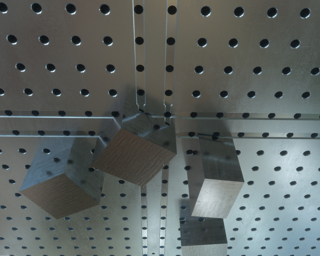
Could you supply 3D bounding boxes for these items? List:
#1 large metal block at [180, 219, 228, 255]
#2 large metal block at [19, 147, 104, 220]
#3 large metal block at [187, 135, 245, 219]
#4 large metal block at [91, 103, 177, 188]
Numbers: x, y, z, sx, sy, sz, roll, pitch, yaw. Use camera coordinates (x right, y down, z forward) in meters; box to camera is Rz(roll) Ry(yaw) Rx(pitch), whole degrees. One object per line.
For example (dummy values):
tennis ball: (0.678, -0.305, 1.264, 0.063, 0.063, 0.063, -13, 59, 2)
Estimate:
large metal block: (0.081, 0.217, 0.581, 0.080, 0.050, 0.080, -5, 130, 3)
large metal block: (-0.144, 0.085, 0.466, 0.080, 0.050, 0.080, -23, 127, 18)
large metal block: (0.074, 0.068, 0.435, 0.050, 0.080, 0.079, 6, 130, -6)
large metal block: (-0.034, 0.025, 0.417, 0.080, 0.050, 0.080, 27, 125, -22)
